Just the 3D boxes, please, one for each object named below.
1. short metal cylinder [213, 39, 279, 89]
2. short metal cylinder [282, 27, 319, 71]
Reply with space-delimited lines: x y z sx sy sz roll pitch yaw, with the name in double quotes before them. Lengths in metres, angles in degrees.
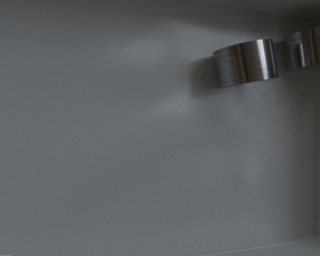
"short metal cylinder" 0.116 -0.086 0.424 0.081 0.080 0.050 -12 94 -20
"short metal cylinder" 0.230 -0.118 0.465 0.081 0.080 0.050 -10 94 -20
